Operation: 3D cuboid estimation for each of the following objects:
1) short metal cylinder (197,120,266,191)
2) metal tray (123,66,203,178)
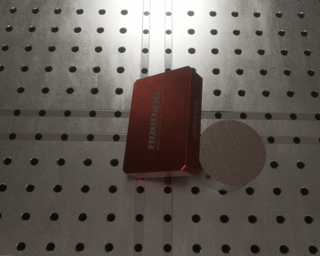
[{"bbox_3d":[0.084,0.036,0.386,0.081,0.050,0.080,0,70,-1],"label":"short metal cylinder"},{"bbox_3d":[0.004,-0.006,0.386,0.090,0.030,0.130,-9,66,34],"label":"metal tray"}]
